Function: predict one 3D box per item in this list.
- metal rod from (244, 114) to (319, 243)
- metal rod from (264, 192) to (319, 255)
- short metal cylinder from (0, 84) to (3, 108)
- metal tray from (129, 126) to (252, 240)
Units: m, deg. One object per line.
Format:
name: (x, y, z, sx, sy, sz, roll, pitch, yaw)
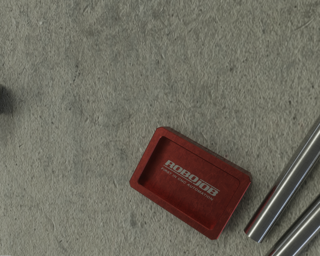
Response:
metal rod: (0.183, 0.000, 0.344, 0.025, 0.025, 0.299, 32, 100, 17)
metal rod: (0.199, 0.065, 0.339, 0.025, 0.025, 0.299, 38, 102, 15)
short metal cylinder: (-0.292, -0.049, 0.480, 0.080, 0.080, 0.050, 9, 93, 19)
metal tray: (0.037, 0.066, 0.392, 0.130, 0.030, 0.090, 30, 99, 17)
